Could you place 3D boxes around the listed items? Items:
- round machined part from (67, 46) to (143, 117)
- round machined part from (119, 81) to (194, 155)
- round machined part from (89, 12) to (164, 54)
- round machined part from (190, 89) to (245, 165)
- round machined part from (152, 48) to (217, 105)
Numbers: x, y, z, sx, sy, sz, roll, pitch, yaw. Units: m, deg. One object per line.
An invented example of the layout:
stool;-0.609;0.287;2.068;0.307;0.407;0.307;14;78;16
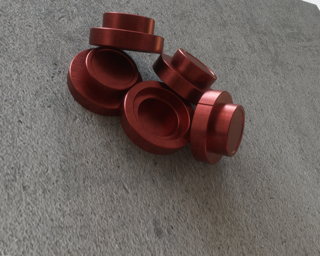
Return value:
round machined part;-0.067;-0.067;0.402;0.099;0.042;0.098;14;56;-21
round machined part;-0.006;-0.009;0.398;0.099;0.042;0.098;14;56;-21
round machined part;-0.043;-0.126;0.412;0.099;0.098;0.042;1;103;-28
round machined part;0.080;0.000;0.404;0.042;0.097;0.098;12;44;29
round machined part;0.041;-0.075;0.436;0.098;0.042;0.098;33;21;-14
